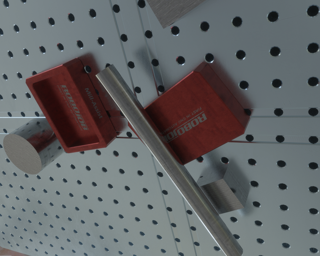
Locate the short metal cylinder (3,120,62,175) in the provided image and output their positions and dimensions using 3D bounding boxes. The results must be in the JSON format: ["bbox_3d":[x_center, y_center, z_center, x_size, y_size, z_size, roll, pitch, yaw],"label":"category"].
[{"bbox_3d":[-0.217,0.032,0.530,0.080,0.050,0.079,13,124,21],"label":"short metal cylinder"}]

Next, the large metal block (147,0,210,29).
[{"bbox_3d":[0.022,-0.153,0.288,0.080,0.050,0.080,-23,106,36],"label":"large metal block"}]

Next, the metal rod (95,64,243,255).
[{"bbox_3d":[0.018,0.052,0.394,0.025,0.025,0.299,-26,105,37],"label":"metal rod"}]

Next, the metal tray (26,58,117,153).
[{"bbox_3d":[-0.130,-0.028,0.459,0.090,0.030,0.129,-11,113,32],"label":"metal tray"}]

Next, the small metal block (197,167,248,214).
[{"bbox_3d":[0.082,0.087,0.422,0.050,0.025,0.050,-29,103,37],"label":"small metal block"}]

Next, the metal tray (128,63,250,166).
[{"bbox_3d":[0.032,-0.008,0.387,0.130,0.030,0.090,-34,100,38],"label":"metal tray"}]
